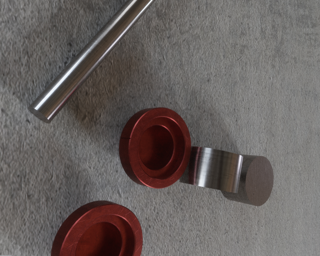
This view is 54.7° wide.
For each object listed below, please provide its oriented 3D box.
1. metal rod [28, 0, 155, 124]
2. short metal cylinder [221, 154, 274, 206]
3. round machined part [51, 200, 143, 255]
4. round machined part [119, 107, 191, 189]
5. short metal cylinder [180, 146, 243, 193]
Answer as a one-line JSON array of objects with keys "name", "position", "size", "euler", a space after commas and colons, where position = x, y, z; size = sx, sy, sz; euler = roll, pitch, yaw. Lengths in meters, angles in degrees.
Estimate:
[{"name": "metal rod", "position": [-0.044, -0.126, 0.368], "size": [0.025, 0.025, 0.300], "euler": [49, 61, -30]}, {"name": "short metal cylinder", "position": [0.144, 0.084, 0.512], "size": [0.081, 0.050, 0.079], "euler": [0, 90, -40]}, {"name": "round machined part", "position": [-0.070, 0.128, 0.337], "size": [0.099, 0.042, 0.097], "euler": [0, 90, -40]}, {"name": "round machined part", "position": [-0.010, 0.024, 0.387], "size": [0.099, 0.042, 0.097], "euler": [0, 90, -40]}, {"name": "short metal cylinder", "position": [0.071, 0.058, 0.431], "size": [0.080, 0.080, 0.050], "euler": [18, 79, -39]}]
